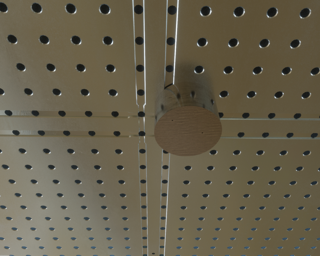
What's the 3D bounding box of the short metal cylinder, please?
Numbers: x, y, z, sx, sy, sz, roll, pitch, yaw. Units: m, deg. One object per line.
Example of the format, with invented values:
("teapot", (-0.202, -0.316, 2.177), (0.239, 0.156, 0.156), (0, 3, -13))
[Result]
("short metal cylinder", (0.033, -0.010, 0.387), (0.081, 0.050, 0.079), (0, 130, 0))
